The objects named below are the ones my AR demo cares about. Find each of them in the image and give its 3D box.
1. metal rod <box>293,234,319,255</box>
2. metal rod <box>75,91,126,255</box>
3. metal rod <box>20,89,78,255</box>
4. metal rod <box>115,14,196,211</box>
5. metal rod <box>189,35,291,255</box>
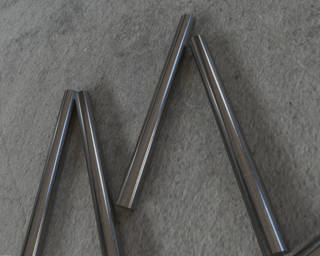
[{"bbox_3d":[0.120,0.123,0.265,0.300,0.025,0.025,-39,51,1],"label":"metal rod"},{"bbox_3d":[-0.081,0.061,0.407,0.025,0.025,0.299,-28,52,10],"label":"metal rod"},{"bbox_3d":[-0.155,0.073,0.437,0.025,0.025,0.299,-10,57,23],"label":"metal rod"},{"bbox_3d":[0.001,-0.037,0.424,0.025,0.025,0.300,4,63,30],"label":"metal rod"},{"bbox_3d":[0.080,-0.006,0.364,0.025,0.025,0.299,-22,53,14],"label":"metal rod"}]
